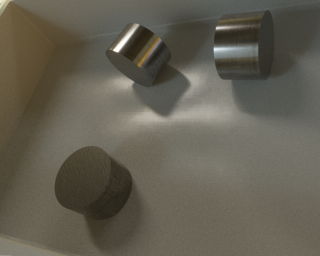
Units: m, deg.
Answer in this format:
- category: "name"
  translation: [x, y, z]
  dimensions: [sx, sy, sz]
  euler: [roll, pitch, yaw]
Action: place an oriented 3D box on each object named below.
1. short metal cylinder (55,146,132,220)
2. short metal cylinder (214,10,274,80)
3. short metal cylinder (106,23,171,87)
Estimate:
- category: "short metal cylinder"
  translation: [-0.083, 0.069, 0.389]
  dimensions: [0.080, 0.050, 0.080]
  euler: [-13, 56, 20]
- category: "short metal cylinder"
  translation: [0.104, -0.098, 0.376]
  dimensions: [0.050, 0.080, 0.080]
  euler: [6, 65, 30]
- category: "short metal cylinder"
  translation: [-0.031, -0.104, 0.449]
  dimensions: [0.080, 0.080, 0.050]
  euler: [27, 77, 37]
